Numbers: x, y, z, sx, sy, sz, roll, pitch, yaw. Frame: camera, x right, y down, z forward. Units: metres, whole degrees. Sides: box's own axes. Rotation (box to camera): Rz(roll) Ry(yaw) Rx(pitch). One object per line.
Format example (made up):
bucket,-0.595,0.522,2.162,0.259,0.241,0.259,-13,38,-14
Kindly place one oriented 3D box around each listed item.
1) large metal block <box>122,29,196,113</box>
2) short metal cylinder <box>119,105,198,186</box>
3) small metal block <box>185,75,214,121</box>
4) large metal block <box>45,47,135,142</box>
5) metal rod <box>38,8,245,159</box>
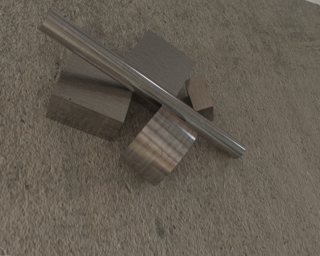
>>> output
large metal block,-0.008,-0.076,0.428,0.080,0.050,0.080,34,51,-6
short metal cylinder,-0.002,0.020,0.356,0.050,0.080,0.080,40,51,-2
small metal block,0.056,-0.038,0.440,0.025,0.050,0.050,-17,67,4
large metal block,-0.079,-0.041,0.371,0.080,0.050,0.080,23,53,-15
metal rod,0.000,-0.037,0.375,0.301,0.025,0.025,32,50,-28
